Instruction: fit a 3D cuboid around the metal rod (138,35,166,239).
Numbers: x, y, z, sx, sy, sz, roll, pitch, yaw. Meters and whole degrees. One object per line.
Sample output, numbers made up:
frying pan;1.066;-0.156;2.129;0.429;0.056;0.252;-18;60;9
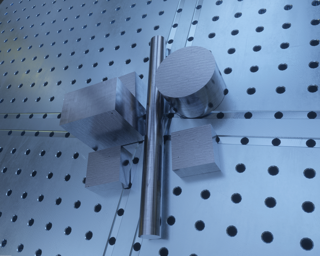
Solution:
metal rod;-0.007;-0.009;0.416;0.025;0.025;0.299;-12;57;21

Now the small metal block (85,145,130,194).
small metal block;-0.068;0.055;0.409;0.050;0.025;0.050;-14;56;19

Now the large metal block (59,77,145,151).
large metal block;-0.073;-0.015;0.417;0.080;0.080;0.050;-14;56;20

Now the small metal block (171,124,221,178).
small metal block;0.042;0.027;0.368;0.050;0.025;0.050;-14;56;20

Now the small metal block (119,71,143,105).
small metal block;-0.054;-0.051;0.466;0.050;0.025;0.050;-16;55;18

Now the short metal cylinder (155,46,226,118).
short metal cylinder;0.040;-0.060;0.406;0.080;0.050;0.080;-13;56;20
